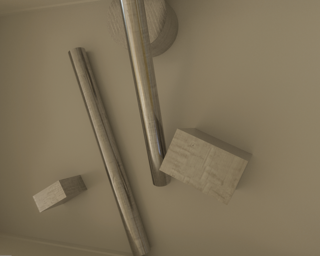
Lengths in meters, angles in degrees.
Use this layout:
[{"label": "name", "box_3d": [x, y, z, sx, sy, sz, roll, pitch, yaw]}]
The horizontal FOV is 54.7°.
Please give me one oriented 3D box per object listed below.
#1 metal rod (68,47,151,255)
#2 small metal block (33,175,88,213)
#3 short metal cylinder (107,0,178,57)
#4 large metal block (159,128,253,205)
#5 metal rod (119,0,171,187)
[{"label": "metal rod", "box_3d": [-0.073, 0.028, 0.434, 0.025, 0.025, 0.299, -21, 83, 18]}, {"label": "small metal block", "box_3d": [-0.143, 0.094, 0.446, 0.050, 0.050, 0.025, -31, 80, 17]}, {"label": "short metal cylinder", "box_3d": [-0.022, -0.137, 0.404, 0.080, 0.050, 0.079, 0, 90, 19]}, {"label": "large metal block", "box_3d": [0.057, 0.039, 0.361, 0.080, 0.080, 0.050, 25, 98, 18]}, {"label": "metal rod", "box_3d": [-0.019, -0.064, 0.350, 0.025, 0.025, 0.298, 0, 116, 20]}]
